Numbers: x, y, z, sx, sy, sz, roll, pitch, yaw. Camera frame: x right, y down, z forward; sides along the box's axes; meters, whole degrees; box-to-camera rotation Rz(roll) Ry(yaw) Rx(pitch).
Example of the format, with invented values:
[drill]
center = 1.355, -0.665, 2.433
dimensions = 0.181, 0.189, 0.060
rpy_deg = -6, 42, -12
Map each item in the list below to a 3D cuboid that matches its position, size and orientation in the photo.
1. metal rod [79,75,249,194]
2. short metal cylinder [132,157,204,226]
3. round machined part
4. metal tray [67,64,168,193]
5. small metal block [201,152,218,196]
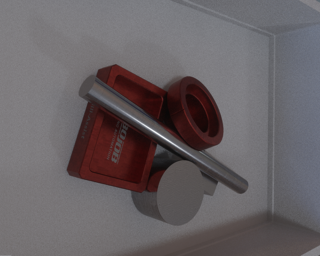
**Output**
[metal rod]
center = 0.028, 0.025, 0.393
dimensions = 0.301, 0.025, 0.025
rpy_deg = 34, 69, -38
[short metal cylinder]
center = 0.011, 0.079, 0.399
dimensions = 0.081, 0.050, 0.079
rpy_deg = 0, 90, -40
[round machined part]
center = 0.040, -0.016, 0.413
dimensions = 0.098, 0.042, 0.098
rpy_deg = 32, 45, -39
[metal tray]
center = -0.044, 0.003, 0.364
dimensions = 0.090, 0.030, 0.130
rpy_deg = 24, 75, -38
[small metal block]
center = 0.064, 0.066, 0.460
dimensions = 0.050, 0.025, 0.050
rpy_deg = 39, 66, -34
